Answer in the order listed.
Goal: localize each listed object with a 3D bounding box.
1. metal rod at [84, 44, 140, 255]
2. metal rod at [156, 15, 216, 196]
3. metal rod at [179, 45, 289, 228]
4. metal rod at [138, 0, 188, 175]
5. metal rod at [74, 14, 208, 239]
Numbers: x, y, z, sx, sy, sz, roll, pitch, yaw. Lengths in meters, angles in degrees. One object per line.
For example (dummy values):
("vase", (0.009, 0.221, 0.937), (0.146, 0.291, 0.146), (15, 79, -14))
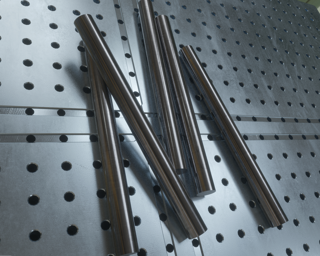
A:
("metal rod", (-0.065, -0.004, 0.376), (0.025, 0.025, 0.299), (1, 61, -28))
("metal rod", (0.030, -0.049, 0.456), (0.025, 0.025, 0.299), (3, 61, -27))
("metal rod", (0.102, 0.001, 0.464), (0.025, 0.025, 0.299), (-13, 68, -34))
("metal rod", (-0.002, -0.076, 0.455), (0.025, 0.025, 0.299), (4, 60, -27))
("metal rod", (-0.027, -0.008, 0.377), (0.025, 0.025, 0.299), (-23, 81, -37))
